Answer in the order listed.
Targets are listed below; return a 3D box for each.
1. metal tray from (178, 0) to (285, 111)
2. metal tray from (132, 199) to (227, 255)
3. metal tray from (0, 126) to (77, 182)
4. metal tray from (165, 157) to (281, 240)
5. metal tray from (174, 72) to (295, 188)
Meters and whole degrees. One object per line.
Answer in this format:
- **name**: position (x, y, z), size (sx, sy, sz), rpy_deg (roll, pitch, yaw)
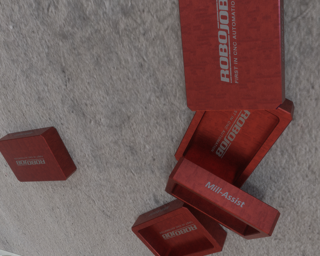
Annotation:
- **metal tray**: position (0.068, -0.083, 0.294), size (0.090, 0.030, 0.129), rpy_deg (0, 103, 27)
- **metal tray**: position (0.027, 0.164, 0.489), size (0.130, 0.030, 0.090), rpy_deg (-34, 100, 38)
- **metal tray**: position (-0.220, 0.049, 0.547), size (0.130, 0.030, 0.090), rpy_deg (-7, 115, 31)
- **metal tray**: position (0.072, 0.092, 0.394), size (0.130, 0.030, 0.090), rpy_deg (29, 159, 9)
- **metal tray**: position (0.081, 0.007, 0.363), size (0.090, 0.030, 0.129), rpy_deg (29, 128, 9)
